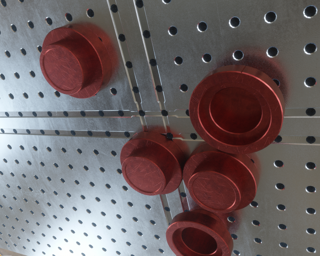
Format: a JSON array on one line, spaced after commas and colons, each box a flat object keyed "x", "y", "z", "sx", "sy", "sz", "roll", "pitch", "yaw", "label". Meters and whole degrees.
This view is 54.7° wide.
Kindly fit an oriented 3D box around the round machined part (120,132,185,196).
[{"x": -0.015, "y": 0.057, "z": 0.442, "sx": 0.098, "sy": 0.042, "sz": 0.097, "roll": 13, "pitch": 124, "yaw": 20, "label": "round machined part"}]

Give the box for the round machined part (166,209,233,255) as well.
[{"x": 0.062, "y": 0.163, "z": 0.467, "sx": 0.098, "sy": 0.042, "sz": 0.097, "roll": 13, "pitch": 124, "yaw": 20, "label": "round machined part"}]

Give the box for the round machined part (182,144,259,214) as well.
[{"x": 0.075, "y": 0.072, "z": 0.404, "sx": 0.098, "sy": 0.042, "sz": 0.097, "roll": 13, "pitch": 124, "yaw": 20, "label": "round machined part"}]

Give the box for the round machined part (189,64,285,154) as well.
[{"x": 0.085, "y": -0.023, "z": 0.340, "sx": 0.098, "sy": 0.042, "sz": 0.097, "roll": 13, "pitch": 124, "yaw": 20, "label": "round machined part"}]

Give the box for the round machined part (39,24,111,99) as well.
[{"x": -0.117, "y": -0.083, "z": 0.409, "sx": 0.098, "sy": 0.042, "sz": 0.097, "roll": 13, "pitch": 124, "yaw": 20, "label": "round machined part"}]
